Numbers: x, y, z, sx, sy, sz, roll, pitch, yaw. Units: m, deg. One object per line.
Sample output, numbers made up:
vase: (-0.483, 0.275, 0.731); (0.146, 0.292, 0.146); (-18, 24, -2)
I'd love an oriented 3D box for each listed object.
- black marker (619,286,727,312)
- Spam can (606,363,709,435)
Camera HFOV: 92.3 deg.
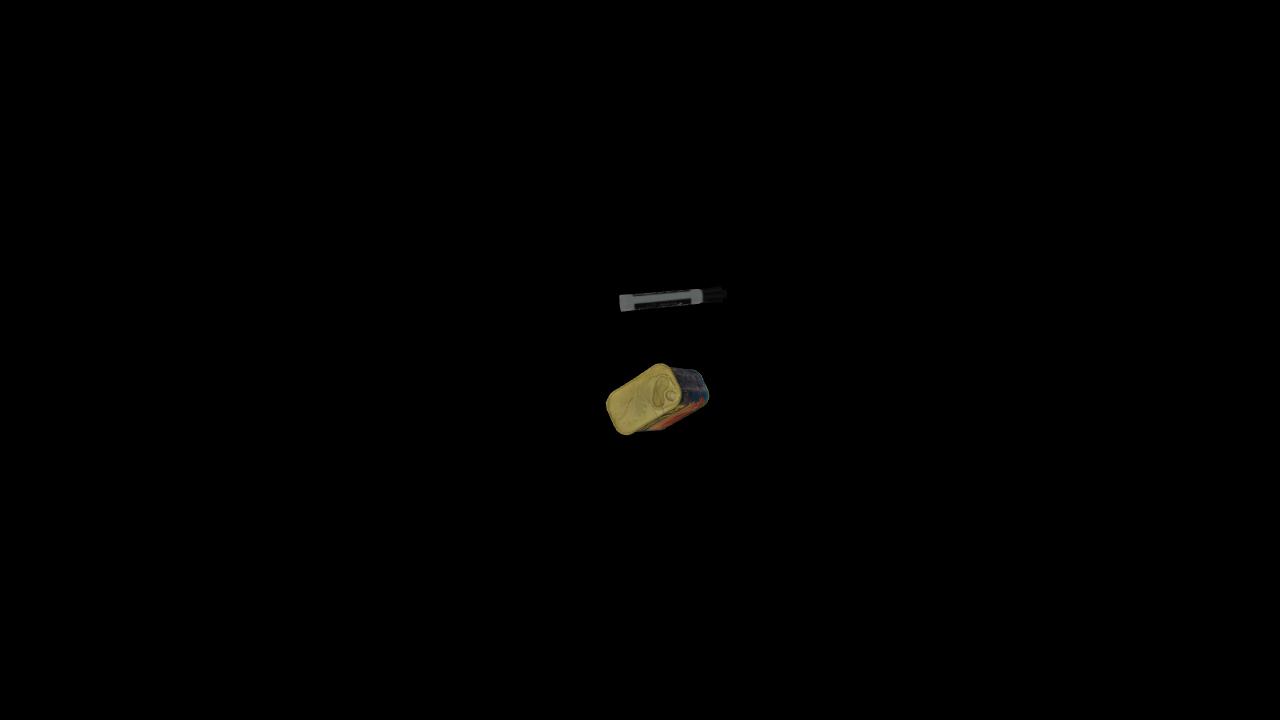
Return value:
black marker: (0.038, -0.069, 0.690); (0.121, 0.020, 0.020); (-5, 0, -4)
Spam can: (0.024, 0.049, 0.759); (0.101, 0.058, 0.085); (-33, -19, 25)
